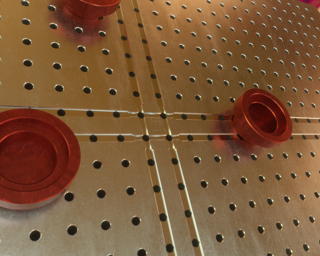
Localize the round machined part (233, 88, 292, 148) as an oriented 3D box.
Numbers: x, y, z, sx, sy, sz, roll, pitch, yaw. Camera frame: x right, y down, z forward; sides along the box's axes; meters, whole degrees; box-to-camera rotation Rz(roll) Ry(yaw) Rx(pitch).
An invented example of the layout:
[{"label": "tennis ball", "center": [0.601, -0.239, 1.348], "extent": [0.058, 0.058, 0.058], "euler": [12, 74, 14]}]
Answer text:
[{"label": "round machined part", "center": [0.157, -0.012, 0.491], "extent": [0.099, 0.042, 0.098], "euler": [14, 56, -21]}]

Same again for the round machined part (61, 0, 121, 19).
[{"label": "round machined part", "center": [-0.109, -0.203, 0.463], "extent": [0.099, 0.042, 0.098], "euler": [14, 56, -21]}]

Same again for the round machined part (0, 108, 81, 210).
[{"label": "round machined part", "center": [-0.133, 0.033, 0.306], "extent": [0.099, 0.042, 0.098], "euler": [14, 56, -21]}]
